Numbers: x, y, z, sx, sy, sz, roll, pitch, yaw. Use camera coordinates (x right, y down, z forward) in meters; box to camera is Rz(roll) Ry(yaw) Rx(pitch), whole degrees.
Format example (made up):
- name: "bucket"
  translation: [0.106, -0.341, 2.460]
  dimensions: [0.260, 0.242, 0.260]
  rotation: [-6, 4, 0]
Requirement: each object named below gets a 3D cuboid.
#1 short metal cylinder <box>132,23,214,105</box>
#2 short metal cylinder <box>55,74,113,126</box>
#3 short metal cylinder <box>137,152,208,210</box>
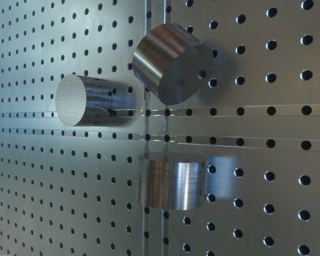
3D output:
- name: "short metal cylinder"
  translation: [0.015, -0.073, 0.359]
  dimensions: [0.050, 0.081, 0.080]
  rotation: [47, 118, 29]
- name: "short metal cylinder"
  translation: [-0.121, -0.042, 0.490]
  dimensions: [0.080, 0.050, 0.079]
  rotation: [0, 90, 39]
- name: "short metal cylinder"
  translation: [0.014, 0.058, 0.360]
  dimensions: [0.080, 0.081, 0.050]
  rotation: [6, 94, 39]
